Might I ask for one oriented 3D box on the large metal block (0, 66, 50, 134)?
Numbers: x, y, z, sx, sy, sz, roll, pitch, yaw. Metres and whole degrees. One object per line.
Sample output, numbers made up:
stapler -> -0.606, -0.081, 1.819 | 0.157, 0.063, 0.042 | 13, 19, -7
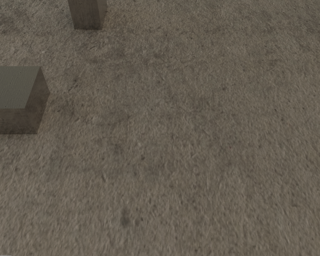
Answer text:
large metal block -> -0.204, -0.038, 0.416 | 0.081, 0.050, 0.080 | 0, 50, -1

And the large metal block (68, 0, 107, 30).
large metal block -> -0.131, -0.237, 0.565 | 0.050, 0.080, 0.080 | 1, 50, 1
